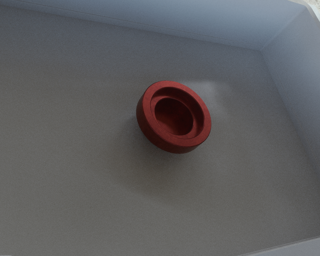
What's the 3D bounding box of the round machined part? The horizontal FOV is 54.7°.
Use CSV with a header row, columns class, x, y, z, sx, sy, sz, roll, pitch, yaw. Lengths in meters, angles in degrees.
class,x,y,z,sx,sy,sz,roll,pitch,yaw
round machined part,0.014,-0.010,0.406,0.099,0.042,0.098,14,56,-21
